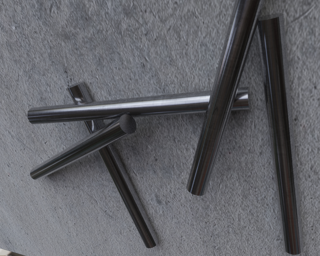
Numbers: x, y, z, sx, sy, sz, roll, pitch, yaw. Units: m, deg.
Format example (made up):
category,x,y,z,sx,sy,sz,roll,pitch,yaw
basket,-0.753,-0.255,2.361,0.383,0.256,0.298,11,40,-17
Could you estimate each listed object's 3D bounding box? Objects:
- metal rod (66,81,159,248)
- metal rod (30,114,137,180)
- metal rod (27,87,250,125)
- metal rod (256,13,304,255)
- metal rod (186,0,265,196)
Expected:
category,x,y,z,sx,sy,sz,roll,pitch,yaw
metal rod,-0.066,0.069,0.484,0.025,0.025,0.299,-8,114,32
metal rod,-0.135,0.040,0.478,0.299,0.025,0.025,-25,105,45
metal rod,-0.043,-0.025,0.392,0.301,0.025,0.025,-3,117,22
metal rod,0.139,0.027,0.349,0.025,0.025,0.298,-2,118,29
metal rod,0.070,-0.058,0.305,0.025,0.025,0.298,19,117,17
